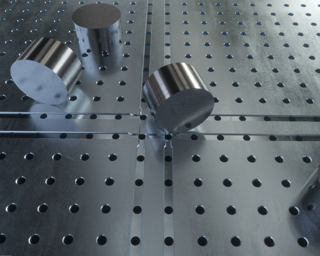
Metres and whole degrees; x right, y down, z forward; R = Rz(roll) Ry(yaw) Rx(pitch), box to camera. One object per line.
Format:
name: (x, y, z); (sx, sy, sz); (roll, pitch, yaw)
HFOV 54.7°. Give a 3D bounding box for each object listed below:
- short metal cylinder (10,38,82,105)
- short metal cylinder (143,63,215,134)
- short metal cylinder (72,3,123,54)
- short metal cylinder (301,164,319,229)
short metal cylinder: (-0.158, -0.079, 0.436); (0.080, 0.080, 0.050); (11, 51, 9)
short metal cylinder: (0.024, -0.038, 0.404); (0.081, 0.080, 0.050); (-14, 52, -12)
short metal cylinder: (-0.106, -0.172, 0.534); (0.081, 0.050, 0.080); (0, 50, 0)
short metal cylinder: (0.202, 0.073, 0.333); (0.081, 0.050, 0.080); (0, 50, 0)
